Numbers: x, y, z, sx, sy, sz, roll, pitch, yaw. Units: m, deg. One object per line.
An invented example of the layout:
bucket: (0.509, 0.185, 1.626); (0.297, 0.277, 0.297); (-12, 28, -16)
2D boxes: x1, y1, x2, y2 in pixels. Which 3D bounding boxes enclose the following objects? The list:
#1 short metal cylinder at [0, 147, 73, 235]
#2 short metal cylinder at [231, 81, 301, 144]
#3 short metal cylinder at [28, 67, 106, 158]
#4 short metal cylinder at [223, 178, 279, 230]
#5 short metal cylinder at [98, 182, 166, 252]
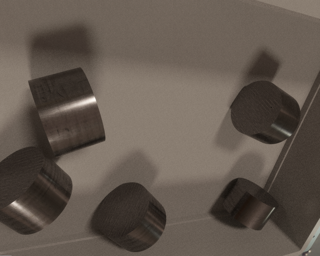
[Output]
short metal cylinder: (-0.144, 0.067, 0.336); (0.080, 0.080, 0.050); (-36, 129, -5)
short metal cylinder: (0.150, -0.022, 0.444); (0.050, 0.080, 0.080); (22, 107, -37)
short metal cylinder: (-0.093, -0.016, 0.313); (0.050, 0.080, 0.079); (-20, 126, -17)
short metal cylinder: (0.159, 0.132, 0.545); (0.080, 0.080, 0.050); (19, 108, -36)
short metal cylinder: (-0.038, 0.123, 0.430); (0.080, 0.080, 0.050); (-38, 130, -3)
